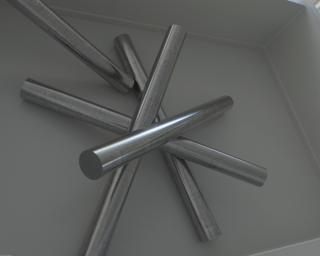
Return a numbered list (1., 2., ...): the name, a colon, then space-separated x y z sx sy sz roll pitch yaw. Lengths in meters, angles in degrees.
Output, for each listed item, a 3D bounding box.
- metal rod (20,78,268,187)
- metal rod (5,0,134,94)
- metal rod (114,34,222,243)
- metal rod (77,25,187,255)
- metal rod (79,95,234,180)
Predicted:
1. metal rod: -0.013 0.008 0.369 0.302 0.025 0.025 21 53 -6
2. metal rod: -0.141 -0.133 0.334 0.301 0.025 0.025 38 46 -35
3. metal rod: 0.002 -0.001 0.408 0.025 0.025 0.299 -12 68 -33
4. metal rod: -0.025 0.010 0.337 0.025 0.025 0.300 25 68 -14
5. metal rod: 0.025 -0.005 0.366 0.025 0.025 0.302 53 34 9
